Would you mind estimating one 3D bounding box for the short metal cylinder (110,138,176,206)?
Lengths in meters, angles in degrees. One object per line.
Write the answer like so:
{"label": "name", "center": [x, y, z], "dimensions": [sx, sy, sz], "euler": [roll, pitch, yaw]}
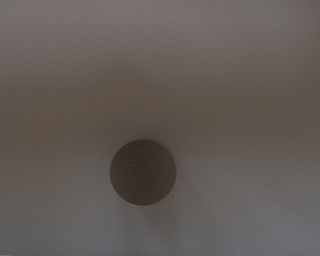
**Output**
{"label": "short metal cylinder", "center": [-0.020, 0.054, 0.399], "dimensions": [0.080, 0.050, 0.080], "euler": [0, 90, 0]}
